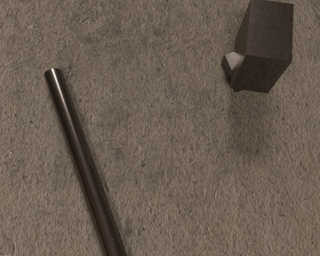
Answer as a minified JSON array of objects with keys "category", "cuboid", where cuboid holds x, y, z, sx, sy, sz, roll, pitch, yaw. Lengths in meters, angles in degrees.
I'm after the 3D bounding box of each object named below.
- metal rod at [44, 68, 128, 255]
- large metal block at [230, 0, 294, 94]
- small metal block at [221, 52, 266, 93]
[{"category":"metal rod","cuboid":[-0.092,0.054,0.387,0.025,0.025,0.299,-21,72,-8]},{"category":"large metal block","cuboid":[0.126,-0.100,0.391,0.050,0.080,0.080,9,71,3]},{"category":"small metal block","cuboid":[0.122,-0.084,0.440,0.050,0.025,0.050,-17,71,-7]}]
